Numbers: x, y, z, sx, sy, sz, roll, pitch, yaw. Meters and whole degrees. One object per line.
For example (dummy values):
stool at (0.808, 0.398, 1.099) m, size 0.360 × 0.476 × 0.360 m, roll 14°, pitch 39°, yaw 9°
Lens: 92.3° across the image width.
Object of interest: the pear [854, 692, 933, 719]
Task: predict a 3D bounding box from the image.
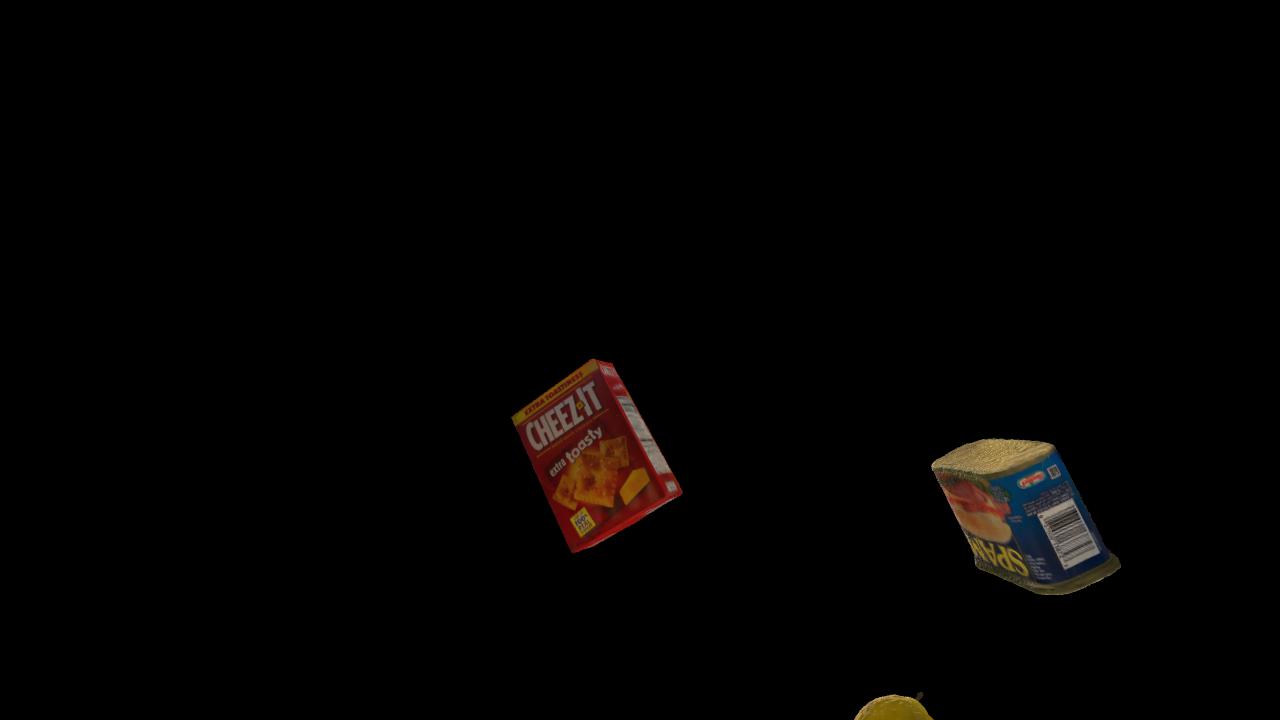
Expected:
pear at (0.214, 0.310, 0.504) m, size 0.080 × 0.080 × 0.111 m, roll 0°, pitch -5°, yaw 30°

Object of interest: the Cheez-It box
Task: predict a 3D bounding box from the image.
Cheez-It box at (-0.066, 0.134, 0.877) m, size 0.166 × 0.223 × 0.071 m, roll -34°, pitch -19°, yaw 16°

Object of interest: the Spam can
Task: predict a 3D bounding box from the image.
Spam can at (0.264, 0.105, 0.434) m, size 0.058 × 0.085 × 0.101 m, roll -24°, pitch -4°, yaw -3°
